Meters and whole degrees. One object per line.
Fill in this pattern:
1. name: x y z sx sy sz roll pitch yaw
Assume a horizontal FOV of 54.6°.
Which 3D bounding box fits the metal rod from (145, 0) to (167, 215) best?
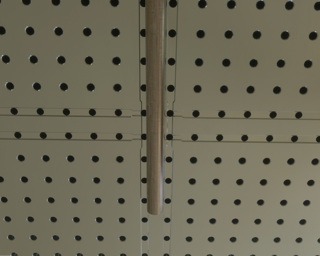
1. metal rod: -0.006 -0.019 0.407 0.025 0.025 0.298 0 110 0
